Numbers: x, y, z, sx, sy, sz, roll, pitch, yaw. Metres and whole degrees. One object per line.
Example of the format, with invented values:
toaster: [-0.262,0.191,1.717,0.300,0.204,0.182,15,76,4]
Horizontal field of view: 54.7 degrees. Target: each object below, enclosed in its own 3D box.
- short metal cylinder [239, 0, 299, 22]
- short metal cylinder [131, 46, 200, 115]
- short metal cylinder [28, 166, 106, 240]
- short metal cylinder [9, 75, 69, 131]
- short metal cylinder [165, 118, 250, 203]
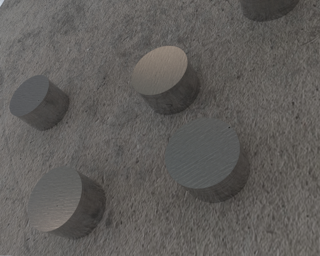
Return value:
short metal cylinder: [0.149,-0.196,0.430,0.080,0.050,0.080,-13,56,21]
short metal cylinder: [0.009,-0.064,0.423,0.080,0.050,0.080,-13,56,21]
short metal cylinder: [-0.117,0.095,0.391,0.080,0.050,0.080,-13,56,21]
short metal cylinder: [-0.201,-0.042,0.520,0.080,0.050,0.080,-13,56,21]
short metal cylinder: [0.052,0.036,0.338,0.080,0.050,0.080,-13,56,21]
